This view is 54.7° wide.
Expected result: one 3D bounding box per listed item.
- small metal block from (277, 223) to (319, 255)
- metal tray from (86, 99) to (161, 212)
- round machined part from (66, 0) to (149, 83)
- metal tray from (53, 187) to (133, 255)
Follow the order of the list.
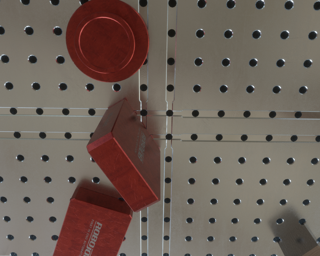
[{"bbox_3d":[0.213,0.181,0.468,0.050,0.050,0.025,-42,105,14],"label":"small metal block"},{"bbox_3d":[-0.035,0.025,0.366,0.030,0.130,0.090,-30,108,10],"label":"metal tray"},{"bbox_3d":[-0.062,-0.102,0.366,0.099,0.042,0.097,0,110,0],"label":"round machined part"},{"bbox_3d":[-0.103,0.162,0.469,0.091,0.030,0.129,19,109,-7],"label":"metal tray"}]
